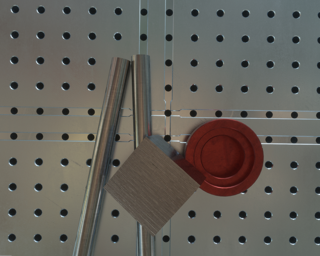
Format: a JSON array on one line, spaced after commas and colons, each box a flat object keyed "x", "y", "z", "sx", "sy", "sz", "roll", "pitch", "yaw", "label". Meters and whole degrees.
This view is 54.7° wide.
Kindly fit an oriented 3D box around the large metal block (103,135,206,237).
[{"x": -0.005, "y": 0.065, "z": 0.369, "sx": 0.080, "sy": 0.050, "sz": 0.080, "roll": 42, "pitch": 101, "yaw": 11, "label": "large metal block"}]

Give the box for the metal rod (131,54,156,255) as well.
[{"x": -0.021, "y": 0.054, "z": 0.413, "sx": 0.025, "sy": 0.025, "sz": 0.298, "roll": -2, "pitch": 90, "yaw": -1, "label": "metal rod"}]

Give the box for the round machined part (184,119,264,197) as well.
[{"x": 0.080, "y": 0.037, "z": 0.406, "sx": 0.099, "sy": 0.042, "sz": 0.097, "roll": 0, "pitch": 90, "yaw": -1, "label": "round machined part"}]

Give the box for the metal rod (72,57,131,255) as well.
[{"x": -0.081, "y": 0.055, "z": 0.412, "sx": 0.025, "sy": 0.025, "sz": 0.298, "roll": 11, "pitch": 90, "yaw": -1, "label": "metal rod"}]
